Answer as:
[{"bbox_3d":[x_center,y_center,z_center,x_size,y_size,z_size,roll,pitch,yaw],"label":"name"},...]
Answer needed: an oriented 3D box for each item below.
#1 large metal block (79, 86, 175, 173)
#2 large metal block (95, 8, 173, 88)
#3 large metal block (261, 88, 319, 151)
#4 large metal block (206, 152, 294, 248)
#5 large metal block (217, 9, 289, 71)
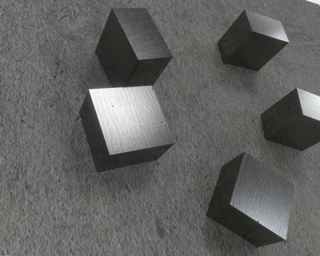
[{"bbox_3d":[-0.041,-0.001,0.366,0.081,0.050,0.080,-8,66,-32],"label":"large metal block"},{"bbox_3d":[-0.038,-0.098,0.408,0.050,0.080,0.080,-14,69,-34],"label":"large metal block"},{"bbox_3d":[0.223,-0.011,0.495,0.081,0.080,0.050,16,56,-19],"label":"large metal block"},{"bbox_3d":[0.116,0.091,0.394,0.080,0.050,0.080,34,51,-6],"label":"large metal block"},{"bbox_3d":[0.162,-0.152,0.548,0.081,0.080,0.050,7,59,-25],"label":"large metal block"}]
